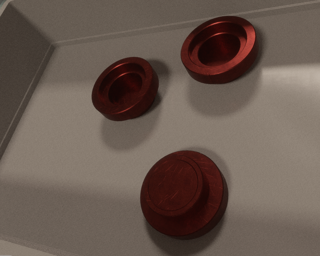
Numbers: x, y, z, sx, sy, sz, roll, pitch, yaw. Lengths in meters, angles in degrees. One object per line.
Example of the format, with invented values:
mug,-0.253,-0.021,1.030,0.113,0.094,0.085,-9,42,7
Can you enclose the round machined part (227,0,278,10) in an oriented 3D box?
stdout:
round machined part,0.142,-0.226,0.460,0.098,0.042,0.098,-13,55,20

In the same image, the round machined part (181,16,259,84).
round machined part,0.081,-0.097,0.411,0.098,0.042,0.098,-13,56,20

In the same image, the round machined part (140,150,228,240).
round machined part,0.021,0.068,0.341,0.098,0.042,0.098,-13,56,20

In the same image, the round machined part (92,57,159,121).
round machined part,-0.046,-0.052,0.449,0.098,0.042,0.098,-13,56,20
